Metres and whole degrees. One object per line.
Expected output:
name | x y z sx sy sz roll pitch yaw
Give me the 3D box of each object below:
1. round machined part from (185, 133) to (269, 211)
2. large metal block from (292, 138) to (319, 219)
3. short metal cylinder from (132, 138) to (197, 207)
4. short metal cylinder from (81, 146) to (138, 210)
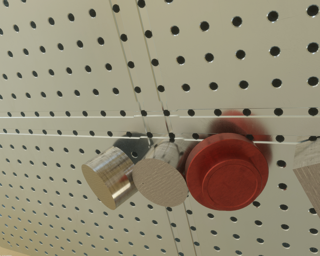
round machined part | 0.081 0.058 0.368 0.099 0.042 0.097 -1 111 -2
large metal block | 0.197 0.051 0.322 0.080 0.050 0.080 -23 106 36
short metal cylinder | 0.009 0.061 0.428 0.080 0.050 0.079 13 124 21
short metal cylinder | -0.072 0.074 0.460 0.080 0.050 0.080 36 145 31
